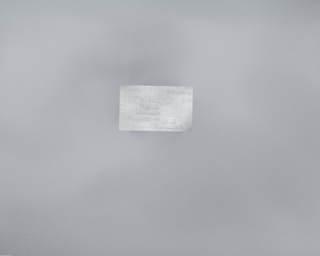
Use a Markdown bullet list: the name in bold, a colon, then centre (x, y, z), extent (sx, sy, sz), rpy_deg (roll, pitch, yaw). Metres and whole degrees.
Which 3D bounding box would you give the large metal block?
- **large metal block**: centre (-0.005, -0.022, 0.382), extent (0.080, 0.080, 0.050), rpy_deg (1, 90, 0)
